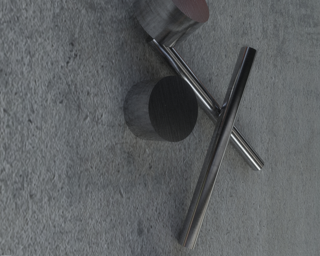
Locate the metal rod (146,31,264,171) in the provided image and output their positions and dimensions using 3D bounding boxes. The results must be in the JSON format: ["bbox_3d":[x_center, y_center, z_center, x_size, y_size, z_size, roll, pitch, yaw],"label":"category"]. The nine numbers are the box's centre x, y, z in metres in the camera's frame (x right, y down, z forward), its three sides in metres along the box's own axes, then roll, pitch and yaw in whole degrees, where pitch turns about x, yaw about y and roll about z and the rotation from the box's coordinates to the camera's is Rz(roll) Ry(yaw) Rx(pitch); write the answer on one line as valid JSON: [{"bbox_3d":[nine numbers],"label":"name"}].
[{"bbox_3d":[0.082,-0.026,0.473,0.300,0.025,0.025,45,63,-31],"label":"metal rod"}]

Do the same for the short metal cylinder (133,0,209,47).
[{"bbox_3d":[0.015,-0.148,0.382,0.080,0.050,0.080,24,51,-33],"label":"short metal cylinder"}]

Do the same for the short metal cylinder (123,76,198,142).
[{"bbox_3d":[0.002,-0.023,0.390,0.081,0.050,0.079,0,90,-40],"label":"short metal cylinder"}]

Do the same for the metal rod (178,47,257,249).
[{"bbox_3d":[0.085,0.025,0.450,0.025,0.025,0.299,23,83,-38],"label":"metal rod"}]
